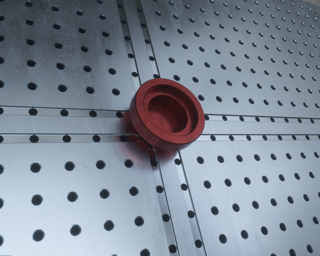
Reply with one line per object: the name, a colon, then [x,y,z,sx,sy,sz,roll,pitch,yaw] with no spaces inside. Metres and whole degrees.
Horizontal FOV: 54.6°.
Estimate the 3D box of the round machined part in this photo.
round machined part: [0.006,-0.014,0.407,0.099,0.042,0.098,13,56,-21]
